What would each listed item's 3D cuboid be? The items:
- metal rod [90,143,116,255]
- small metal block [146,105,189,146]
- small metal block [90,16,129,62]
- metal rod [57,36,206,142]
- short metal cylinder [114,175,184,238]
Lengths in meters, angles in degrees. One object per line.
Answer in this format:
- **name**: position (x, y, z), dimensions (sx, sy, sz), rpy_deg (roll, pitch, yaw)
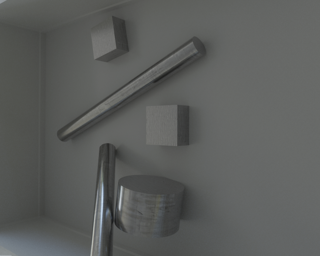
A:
- **metal rod**: position (-0.067, 0.127, 0.358), dimensions (0.025, 0.025, 0.300), rpy_deg (-49, 29, 28)
- **small metal block**: position (0.009, -0.003, 0.397), dimensions (0.050, 0.025, 0.050), rpy_deg (0, 90, 39)
- **small metal block**: position (-0.076, -0.133, 0.467), dimensions (0.050, 0.025, 0.050), rpy_deg (-14, 81, 39)
- **metal rod**: position (-0.061, -0.042, 0.454), dimensions (0.299, 0.025, 0.025), rpy_deg (-27, 73, 36)
- **short metal cylinder**: position (-0.013, 0.093, 0.380), dimensions (0.080, 0.081, 0.050), rpy_deg (11, 97, 39)
